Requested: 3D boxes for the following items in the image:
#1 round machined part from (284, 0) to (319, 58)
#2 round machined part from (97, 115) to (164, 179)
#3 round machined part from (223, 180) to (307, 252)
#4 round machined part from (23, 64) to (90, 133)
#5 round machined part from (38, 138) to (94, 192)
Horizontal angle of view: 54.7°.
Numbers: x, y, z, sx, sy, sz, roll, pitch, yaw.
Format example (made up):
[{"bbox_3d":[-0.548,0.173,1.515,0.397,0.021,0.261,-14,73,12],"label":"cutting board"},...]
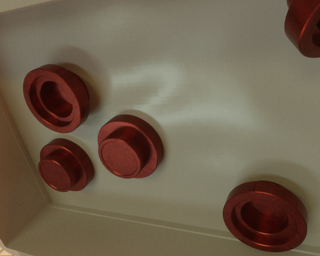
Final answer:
[{"bbox_3d":[0.139,-0.104,0.236,0.097,0.099,0.042,-50,54,39],"label":"round machined part"},{"bbox_3d":[-0.048,0.033,0.442,0.098,0.042,0.097,13,124,20],"label":"round machined part"},{"bbox_3d":[0.133,0.106,0.393,0.098,0.042,0.097,13,124,20],"label":"round machined part"},{"bbox_3d":[-0.142,-0.045,0.442,0.098,0.042,0.097,13,124,20],"label":"round machined part"},{"bbox_3d":[-0.165,0.069,0.525,0.098,0.042,0.097,13,124,20],"label":"round machined part"}]
